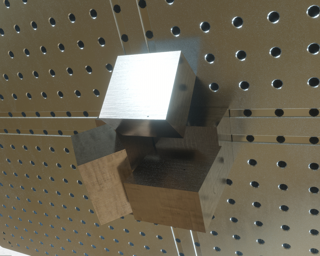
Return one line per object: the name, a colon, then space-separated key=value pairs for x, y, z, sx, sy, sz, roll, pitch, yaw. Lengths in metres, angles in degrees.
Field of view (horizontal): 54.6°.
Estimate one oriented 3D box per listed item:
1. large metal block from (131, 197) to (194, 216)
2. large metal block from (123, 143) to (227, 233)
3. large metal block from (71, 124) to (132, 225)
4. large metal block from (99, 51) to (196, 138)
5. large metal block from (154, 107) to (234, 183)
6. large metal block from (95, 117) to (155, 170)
large metal block: x=0.017 y=0.100 z=0.422 sx=0.080 sy=0.050 sz=0.080 roll=2 pitch=164 yaw=27
large metal block: x=0.020 y=0.059 z=0.337 sx=0.080 sy=0.080 sz=0.050 roll=2 pitch=119 yaw=27
large metal block: x=-0.064 y=0.050 z=0.366 sx=0.050 sy=0.080 sz=0.080 roll=-20 pitch=117 yaw=-13
large metal block: x=-0.012 y=-0.036 z=0.350 sx=0.080 sy=0.080 sz=0.050 roll=2 pitch=158 yaw=27
large metal block: x=0.043 y=0.020 z=0.385 sx=0.080 sy=0.050 sz=0.080 roll=3 pitch=120 yaw=27
large metal block: x=-0.033 y=0.016 z=0.423 sx=0.080 sy=0.050 sz=0.080 roll=7 pitch=122 yaw=25
